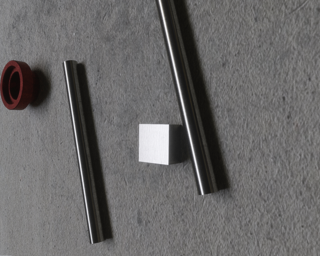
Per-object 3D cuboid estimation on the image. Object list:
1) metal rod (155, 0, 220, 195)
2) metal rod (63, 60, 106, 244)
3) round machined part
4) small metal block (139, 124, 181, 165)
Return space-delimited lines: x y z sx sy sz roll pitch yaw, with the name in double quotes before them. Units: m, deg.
"metal rod" 0.026 -0.069 0.383 0.025 0.025 0.299 -19 78 38
"metal rod" -0.126 0.033 0.508 0.025 0.025 0.299 -19 78 38
"round machined part" -0.279 -0.084 0.624 0.098 0.042 0.097 0 90 40
"small metal block" -0.001 0.020 0.406 0.050 0.025 0.050 1 91 40
